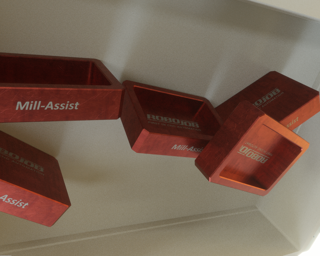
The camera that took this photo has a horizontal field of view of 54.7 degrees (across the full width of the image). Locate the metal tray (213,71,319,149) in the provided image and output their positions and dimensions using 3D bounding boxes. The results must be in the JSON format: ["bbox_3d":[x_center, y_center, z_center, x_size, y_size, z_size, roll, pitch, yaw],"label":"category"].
[{"bbox_3d":[0.140,-0.021,0.432,0.130,0.090,0.030,-33,129,-7],"label":"metal tray"}]

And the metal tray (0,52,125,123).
[{"bbox_3d":[-0.109,-0.039,0.283,0.131,0.090,0.030,-3,120,-28],"label":"metal tray"}]

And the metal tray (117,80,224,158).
[{"bbox_3d":[0.019,-0.008,0.370,0.131,0.090,0.030,8,129,-32],"label":"metal tray"}]

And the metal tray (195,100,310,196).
[{"bbox_3d":[0.112,0.030,0.364,0.131,0.030,0.090,22,110,-42],"label":"metal tray"}]

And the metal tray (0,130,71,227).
[{"bbox_3d":[-0.157,0.039,0.305,0.030,0.090,0.130,-48,129,5],"label":"metal tray"}]
